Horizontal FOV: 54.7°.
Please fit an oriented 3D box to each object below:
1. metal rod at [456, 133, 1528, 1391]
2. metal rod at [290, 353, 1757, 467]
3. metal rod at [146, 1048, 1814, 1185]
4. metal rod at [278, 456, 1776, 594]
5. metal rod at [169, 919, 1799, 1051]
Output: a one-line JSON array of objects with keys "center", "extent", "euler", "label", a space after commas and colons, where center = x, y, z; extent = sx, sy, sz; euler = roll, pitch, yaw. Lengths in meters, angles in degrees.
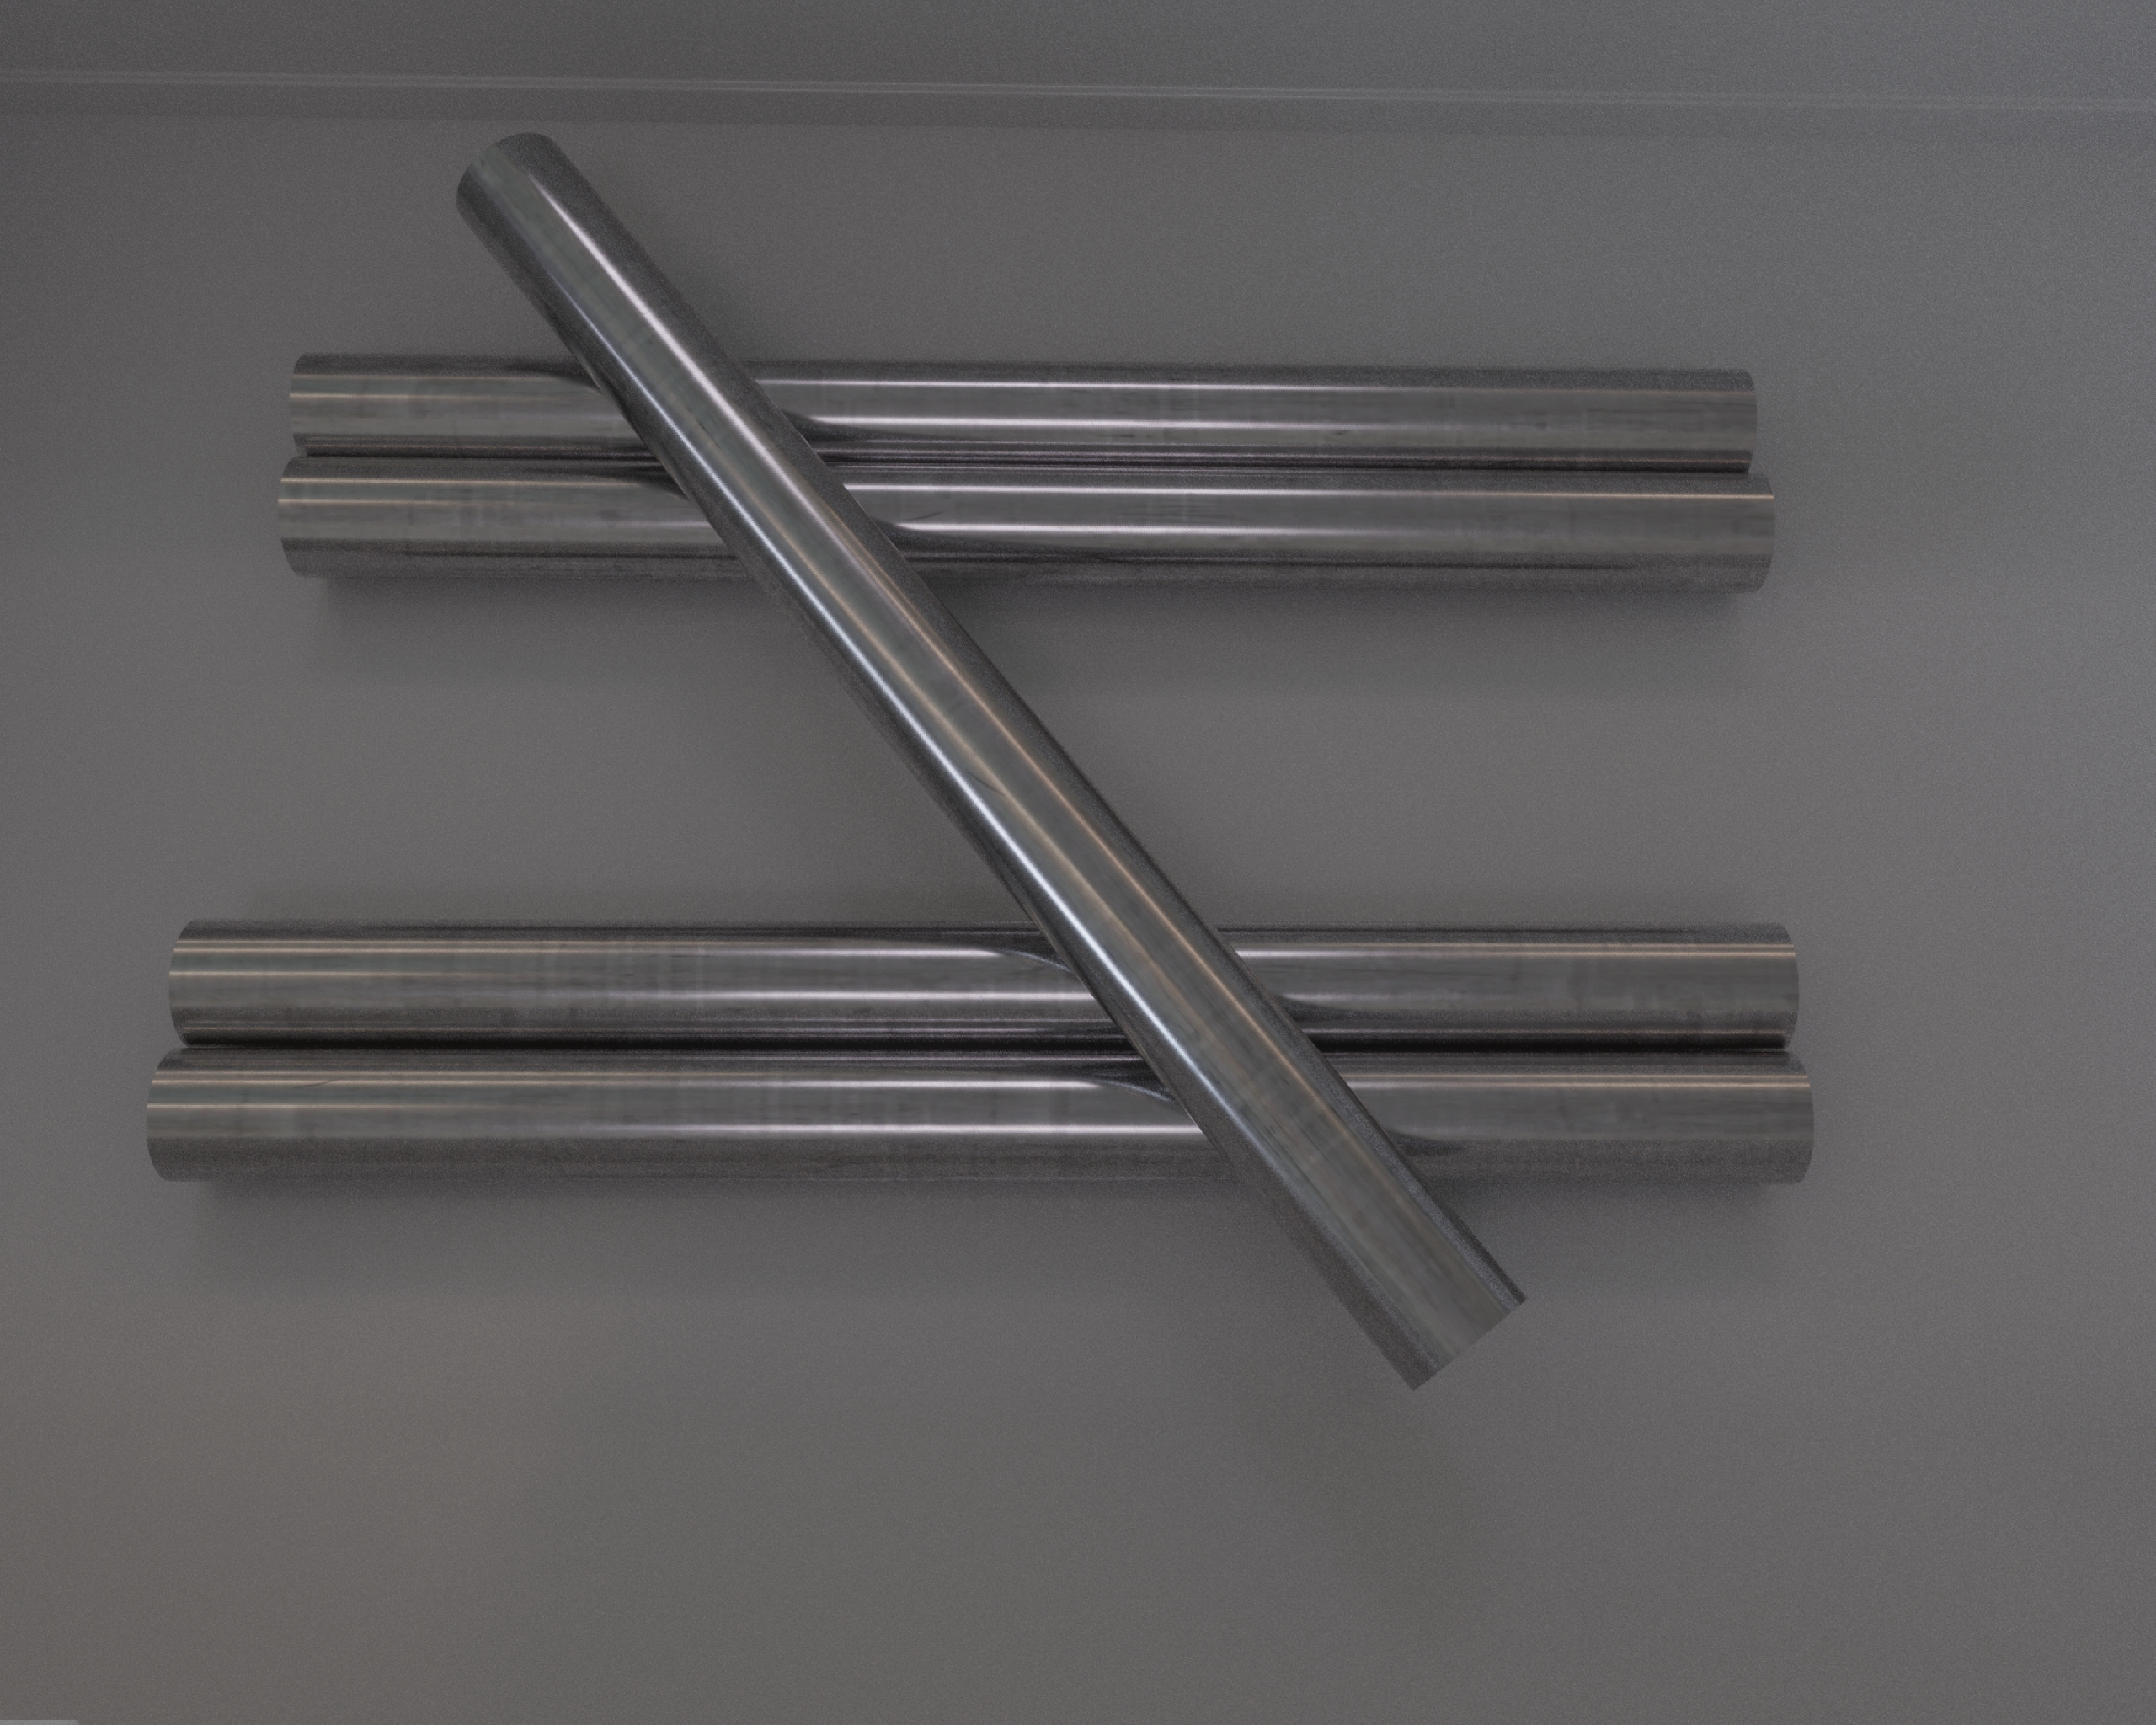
[{"center": [-0.026, -0.030, 0.393], "extent": [0.025, 0.025, 0.300], "euler": [-36, 74, -12], "label": "metal rod"}, {"center": [-0.011, -0.093, 0.441], "extent": [0.302, 0.025, 0.025], "euler": [1, 70, 0], "label": "metal rod"}, {"center": [-0.017, 0.047, 0.390], "extent": [0.302, 0.025, 0.025], "euler": [0, 70, 0], "label": "metal rod"}, {"center": [-0.010, -0.070, 0.433], "extent": [0.302, 0.025, 0.025], "euler": [1, 70, 0], "label": "metal rod"}, {"center": [-0.017, 0.024, 0.399], "extent": [0.302, 0.025, 0.025], "euler": [0, 70, 0], "label": "metal rod"}]
